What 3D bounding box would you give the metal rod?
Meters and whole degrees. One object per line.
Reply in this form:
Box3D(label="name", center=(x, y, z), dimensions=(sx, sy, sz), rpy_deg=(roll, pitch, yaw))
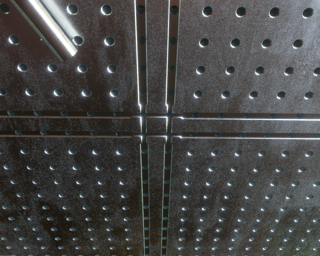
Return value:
Box3D(label="metal rod", center=(-0.171, -0.181, 0.255), dimensions=(0.025, 0.025, 0.300), rpy_deg=(-22, 127, 18))
